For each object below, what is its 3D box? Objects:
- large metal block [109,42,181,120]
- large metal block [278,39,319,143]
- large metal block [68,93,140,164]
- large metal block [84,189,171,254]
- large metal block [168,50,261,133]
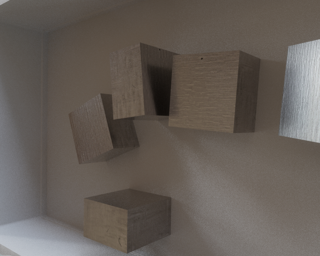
[{"bbox_3d":[-0.012,-0.052,0.381,0.050,0.081,0.080,-7,86,40],"label":"large metal block"},{"bbox_3d":[0.146,-0.028,0.247,0.080,0.050,0.079,-162,76,-72],"label":"large metal block"},{"bbox_3d":[-0.085,0.003,0.461,0.080,0.050,0.080,-25,75,37],"label":"large metal block"},{"bbox_3d":[-0.042,0.116,0.406,0.080,0.081,0.050,2,91,40],"label":"large metal block"},{"bbox_3d":[0.059,-0.038,0.342,0.080,0.050,0.079,6,94,40],"label":"large metal block"}]
